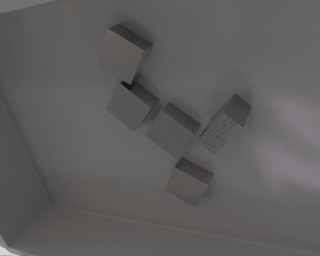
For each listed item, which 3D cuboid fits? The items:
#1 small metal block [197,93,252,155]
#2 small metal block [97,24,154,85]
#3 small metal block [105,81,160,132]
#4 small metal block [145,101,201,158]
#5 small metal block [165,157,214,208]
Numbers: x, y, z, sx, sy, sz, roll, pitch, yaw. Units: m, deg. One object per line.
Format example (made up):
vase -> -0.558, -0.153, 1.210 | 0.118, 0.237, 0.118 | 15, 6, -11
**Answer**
small metal block -> 0.073, -0.005, 0.351 | 0.025, 0.050, 0.050 | 39, 129, 2
small metal block -> -0.043, -0.089, 0.376 | 0.050, 0.025, 0.050 | 33, 129, 6
small metal block -> -0.037, -0.031, 0.409 | 0.050, 0.025, 0.050 | 39, 129, 1
small metal block -> 0.016, 0.003, 0.402 | 0.050, 0.025, 0.050 | 37, 129, 3
small metal block -> 0.040, 0.076, 0.435 | 0.050, 0.025, 0.050 | 27, 128, 11
